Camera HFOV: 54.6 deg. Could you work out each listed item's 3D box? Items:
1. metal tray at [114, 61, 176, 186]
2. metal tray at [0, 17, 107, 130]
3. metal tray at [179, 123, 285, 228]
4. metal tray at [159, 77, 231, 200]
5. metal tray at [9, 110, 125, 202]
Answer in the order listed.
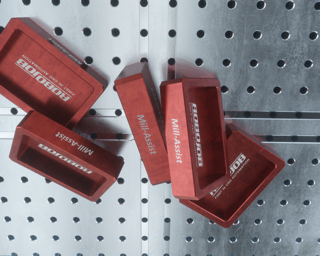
[{"bbox_3d":[-0.013,-0.009,0.375,0.030,0.090,0.129,-16,109,7],"label":"metal tray"},{"bbox_3d":[-0.144,-0.061,0.387,0.130,0.030,0.090,39,105,-13],"label":"metal tray"},{"bbox_3d":[0.097,0.070,0.436,0.090,0.030,0.129,32,107,-11],"label":"metal tray"},{"bbox_3d":[0.044,0.008,0.363,0.030,0.091,0.129,-5,94,36],"label":"metal tray"},{"bbox_3d":[-0.122,0.041,0.402,0.130,0.030,0.090,31,138,-11],"label":"metal tray"}]
